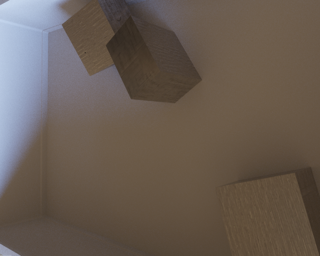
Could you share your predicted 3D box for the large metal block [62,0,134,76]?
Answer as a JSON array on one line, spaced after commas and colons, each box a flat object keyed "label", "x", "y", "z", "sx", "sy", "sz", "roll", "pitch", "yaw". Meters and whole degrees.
[{"label": "large metal block", "x": -0.077, "y": -0.129, "z": 0.433, "sx": 0.080, "sy": 0.050, "sz": 0.080, "roll": -16, "pitch": 106, "yaw": 40}]

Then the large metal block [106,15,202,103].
[{"label": "large metal block", "x": -0.007, "y": -0.079, "z": 0.377, "sx": 0.050, "sy": 0.081, "sz": 0.080, "roll": -40, "pitch": 66, "yaw": 33}]

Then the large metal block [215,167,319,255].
[{"label": "large metal block", "x": 0.110, "y": 0.087, "z": 0.300, "sx": 0.080, "sy": 0.050, "sz": 0.080, "roll": -21, "pitch": 77, "yaw": 38}]
